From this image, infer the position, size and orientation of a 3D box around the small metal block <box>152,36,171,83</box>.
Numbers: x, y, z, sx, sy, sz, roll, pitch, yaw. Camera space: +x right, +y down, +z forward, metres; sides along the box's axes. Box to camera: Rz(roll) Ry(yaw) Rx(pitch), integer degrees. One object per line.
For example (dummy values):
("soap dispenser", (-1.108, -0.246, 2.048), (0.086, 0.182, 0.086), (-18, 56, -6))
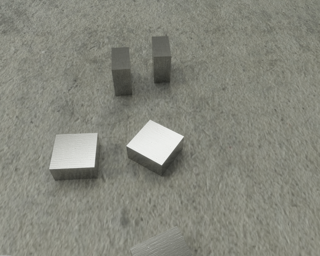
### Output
("small metal block", (0.002, -0.105, 0.475), (0.025, 0.050, 0.050), (-3, 50, -3))

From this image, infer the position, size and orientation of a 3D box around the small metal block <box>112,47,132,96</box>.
("small metal block", (-0.056, -0.083, 0.456), (0.025, 0.050, 0.050), (-4, 50, -4))

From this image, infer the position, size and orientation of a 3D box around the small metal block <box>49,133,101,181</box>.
("small metal block", (-0.101, 0.034, 0.373), (0.050, 0.025, 0.050), (-2, 50, -3))

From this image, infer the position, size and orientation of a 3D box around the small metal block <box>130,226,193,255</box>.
("small metal block", (0.005, 0.130, 0.294), (0.050, 0.025, 0.050), (-20, 53, -17))

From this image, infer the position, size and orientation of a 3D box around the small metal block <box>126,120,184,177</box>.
("small metal block", (-0.005, 0.024, 0.383), (0.050, 0.025, 0.050), (27, 55, 20))
